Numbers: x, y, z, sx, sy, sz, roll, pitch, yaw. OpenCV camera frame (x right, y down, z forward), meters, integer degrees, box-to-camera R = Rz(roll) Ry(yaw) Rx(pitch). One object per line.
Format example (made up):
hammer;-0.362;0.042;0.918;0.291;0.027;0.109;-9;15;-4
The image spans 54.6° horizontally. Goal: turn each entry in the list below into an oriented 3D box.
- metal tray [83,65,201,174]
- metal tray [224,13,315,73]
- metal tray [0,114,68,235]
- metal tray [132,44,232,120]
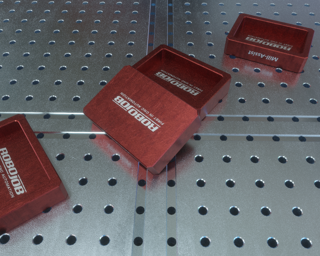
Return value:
metal tray;-0.025;-0.015;0.398;0.130;0.030;0.090;37;79;27
metal tray;0.186;-0.148;0.529;0.130;0.030;0.090;19;53;15
metal tray;-0.178;0.049;0.362;0.091;0.030;0.130;-28;56;-22
metal tray;0.027;-0.070;0.463;0.130;0.030;0.090;31;56;23
